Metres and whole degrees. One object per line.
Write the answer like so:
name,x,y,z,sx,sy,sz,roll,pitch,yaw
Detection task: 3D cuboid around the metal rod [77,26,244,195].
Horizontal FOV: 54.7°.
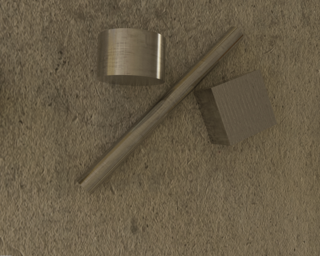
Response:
metal rod,0.009,-0.033,0.412,0.301,0.025,0.025,-46,105,-14

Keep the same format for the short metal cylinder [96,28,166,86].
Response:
short metal cylinder,-0.034,-0.081,0.367,0.081,0.080,0.050,2,90,-20

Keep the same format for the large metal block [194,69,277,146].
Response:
large metal block,0.105,-0.028,0.435,0.081,0.050,0.080,-23,98,-19
